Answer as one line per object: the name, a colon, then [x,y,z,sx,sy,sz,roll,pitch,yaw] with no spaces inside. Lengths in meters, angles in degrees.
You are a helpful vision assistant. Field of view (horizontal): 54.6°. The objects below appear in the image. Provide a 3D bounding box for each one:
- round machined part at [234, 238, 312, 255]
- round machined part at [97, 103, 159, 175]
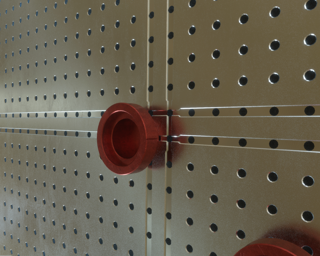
round machined part: [0.118,0.156,0.301,0.098,0.042,0.097,0,90,40]
round machined part: [-0.040,0.014,0.433,0.098,0.042,0.097,0,90,40]
